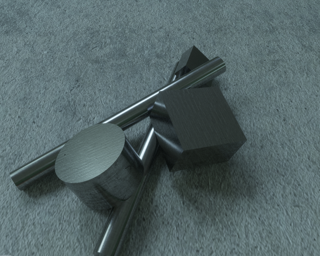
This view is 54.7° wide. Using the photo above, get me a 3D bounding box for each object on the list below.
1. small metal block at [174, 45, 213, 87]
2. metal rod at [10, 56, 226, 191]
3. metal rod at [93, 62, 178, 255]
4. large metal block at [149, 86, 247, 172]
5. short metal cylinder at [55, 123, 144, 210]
[{"bbox_3d":[0.054,-0.086,0.461,0.050,0.025,0.050,38,49,-20],"label":"small metal block"},{"bbox_3d":[-0.040,-0.014,0.393,0.302,0.025,0.025,-31,57,-16],"label":"metal rod"},{"bbox_3d":[-0.009,0.015,0.391,0.025,0.025,0.300,14,51,11],"label":"metal rod"},{"bbox_3d":[0.042,0.000,0.370,0.081,0.050,0.080,-8,59,-23],"label":"large metal block"},{"bbox_3d":[-0.064,0.041,0.337,0.080,0.050,0.080,-15,41,14],"label":"short metal cylinder"}]
